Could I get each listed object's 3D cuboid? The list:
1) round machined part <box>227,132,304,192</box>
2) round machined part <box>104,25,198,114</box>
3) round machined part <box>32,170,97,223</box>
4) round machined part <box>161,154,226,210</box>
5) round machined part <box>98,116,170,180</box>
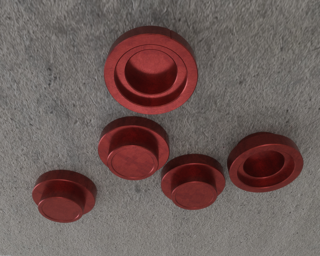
[{"bbox_3d":[0.143,0.044,0.434,0.099,0.042,0.097,0,130,0],"label":"round machined part"},{"bbox_3d":[-0.009,-0.066,0.340,0.099,0.042,0.097,0,130,0],"label":"round machined part"},{"bbox_3d":[-0.153,0.114,0.492,0.099,0.042,0.097,0,130,0],"label":"round machined part"},{"bbox_3d":[0.050,0.088,0.471,0.099,0.042,0.097,0,130,0],"label":"round machined part"},{"bbox_3d":[-0.036,0.034,0.425,0.099,0.042,0.097,0,130,0],"label":"round machined part"}]
